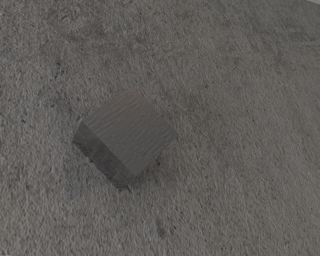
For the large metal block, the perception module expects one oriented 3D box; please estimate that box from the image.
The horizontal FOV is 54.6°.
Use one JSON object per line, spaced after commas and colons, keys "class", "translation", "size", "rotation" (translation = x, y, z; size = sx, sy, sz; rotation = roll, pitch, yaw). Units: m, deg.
{"class": "large metal block", "translation": [-0.039, 0.012, 0.359], "size": [0.080, 0.050, 0.080], "rotation": [46, 51, 3]}
